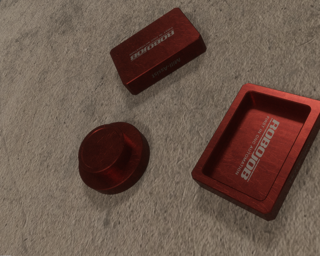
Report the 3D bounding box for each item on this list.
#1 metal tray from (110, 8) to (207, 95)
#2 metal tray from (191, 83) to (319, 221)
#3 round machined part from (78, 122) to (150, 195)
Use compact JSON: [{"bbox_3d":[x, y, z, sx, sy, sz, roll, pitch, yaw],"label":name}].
[{"bbox_3d":[-0.006,-0.119,0.475,0.130,0.030,0.090,-31,52,7],"label":"metal tray"},{"bbox_3d":[0.105,0.020,0.332,0.090,0.030,0.130,23,74,36],"label":"metal tray"},{"bbox_3d":[-0.067,0.034,0.406,0.098,0.042,0.098,-13,56,20],"label":"round machined part"}]
